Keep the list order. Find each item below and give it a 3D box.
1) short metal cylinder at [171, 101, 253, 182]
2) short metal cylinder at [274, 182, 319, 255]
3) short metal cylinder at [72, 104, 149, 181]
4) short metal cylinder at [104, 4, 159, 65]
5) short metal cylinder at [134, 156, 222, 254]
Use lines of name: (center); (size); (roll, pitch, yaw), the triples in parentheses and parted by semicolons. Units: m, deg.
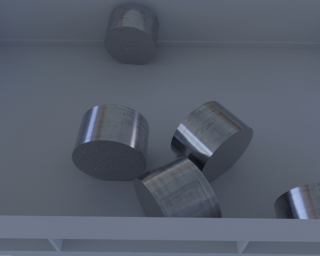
short metal cylinder: (0.060, 0.016, 0.356); (0.081, 0.080, 0.050); (-31, 57, -23)
short metal cylinder: (0.155, 0.093, 0.292); (0.080, 0.080, 0.050); (1, 50, 1)
short metal cylinder: (-0.054, 0.018, 0.353); (0.080, 0.080, 0.050); (2, 50, 1)
short metal cylinder: (-0.044, -0.145, 0.487); (0.080, 0.080, 0.050); (4, 60, 3)
short metal cylinder: (0.015, 0.074, 0.307); (0.050, 0.080, 0.080); (-26, 55, -20)
